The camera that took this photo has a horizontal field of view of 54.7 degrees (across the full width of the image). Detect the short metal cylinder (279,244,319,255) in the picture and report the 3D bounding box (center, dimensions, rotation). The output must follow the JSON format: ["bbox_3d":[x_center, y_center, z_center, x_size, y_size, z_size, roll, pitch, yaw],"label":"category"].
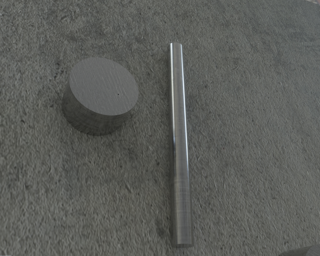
[{"bbox_3d":[0.186,0.186,0.374,0.081,0.050,0.080,14,56,-21],"label":"short metal cylinder"}]

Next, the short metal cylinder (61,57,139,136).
[{"bbox_3d":[-0.072,-0.037,0.371,0.081,0.050,0.080,14,56,-21],"label":"short metal cylinder"}]

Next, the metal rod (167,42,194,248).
[{"bbox_3d":[0.024,0.001,0.416,0.025,0.025,0.299,13,56,-21],"label":"metal rod"}]
